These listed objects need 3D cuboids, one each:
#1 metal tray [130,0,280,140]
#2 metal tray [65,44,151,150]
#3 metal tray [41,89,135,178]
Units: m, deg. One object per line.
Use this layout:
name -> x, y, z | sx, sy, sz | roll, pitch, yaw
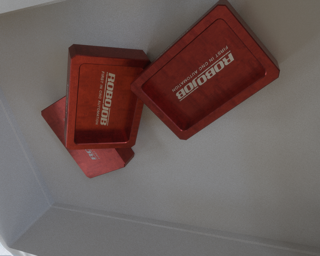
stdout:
metal tray -> 0.044, -0.055, 0.327 | 0.130, 0.030, 0.090 | -37, 105, 29
metal tray -> -0.068, -0.033, 0.382 | 0.091, 0.030, 0.129 | -1, 126, -22
metal tray -> -0.109, 0.009, 0.469 | 0.090, 0.030, 0.130 | -22, 107, 36
